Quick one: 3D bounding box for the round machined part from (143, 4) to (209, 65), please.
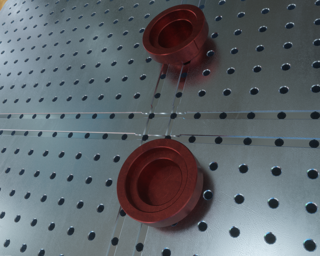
[{"bbox_3d":[0.027,-0.135,0.467,0.098,0.042,0.098,-13,56,21],"label":"round machined part"}]

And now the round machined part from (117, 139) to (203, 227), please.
[{"bbox_3d":[0.003,0.065,0.357,0.098,0.042,0.098,-13,56,21],"label":"round machined part"}]
